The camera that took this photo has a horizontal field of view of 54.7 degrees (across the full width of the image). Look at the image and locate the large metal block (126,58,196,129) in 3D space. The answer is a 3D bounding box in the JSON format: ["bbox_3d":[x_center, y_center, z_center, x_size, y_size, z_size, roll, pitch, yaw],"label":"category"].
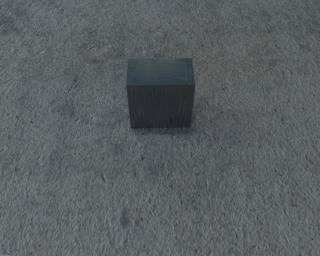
[{"bbox_3d":[0.000,-0.044,0.406,0.081,0.080,0.050,-1,50,-1],"label":"large metal block"}]
